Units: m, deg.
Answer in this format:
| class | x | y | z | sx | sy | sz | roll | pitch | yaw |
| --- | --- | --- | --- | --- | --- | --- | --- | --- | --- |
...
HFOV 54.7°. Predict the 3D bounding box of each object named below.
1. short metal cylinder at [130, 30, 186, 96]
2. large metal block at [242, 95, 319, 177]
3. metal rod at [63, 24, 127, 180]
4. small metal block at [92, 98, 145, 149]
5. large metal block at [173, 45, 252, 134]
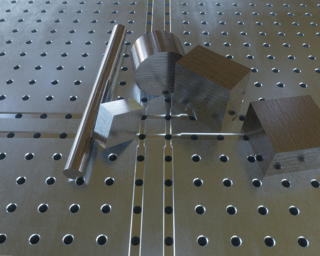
| class | x | y | z | sx | sy | sz | roll | pitch | yaw |
| --- | --- | --- | --- | --- | --- | --- | --- | --- | --- |
| short metal cylinder | 0.000 | -0.093 | 0.450 | 0.081 | 0.080 | 0.050 | -8 | 51 | -7 |
| large metal block | 0.159 | 0.008 | 0.387 | 0.081 | 0.050 | 0.080 | -7 | 51 | -7 |
| metal rod | -0.086 | -0.060 | 0.456 | 0.025 | 0.025 | 0.300 | 5 | 50 | 3 |
| small metal block | -0.052 | -0.007 | 0.386 | 0.025 | 0.050 | 0.050 | 40 | 36 | 27 |
| large metal block | 0.066 | -0.052 | 0.417 | 0.080 | 0.080 | 0.050 | 32 | 57 | 24 |
